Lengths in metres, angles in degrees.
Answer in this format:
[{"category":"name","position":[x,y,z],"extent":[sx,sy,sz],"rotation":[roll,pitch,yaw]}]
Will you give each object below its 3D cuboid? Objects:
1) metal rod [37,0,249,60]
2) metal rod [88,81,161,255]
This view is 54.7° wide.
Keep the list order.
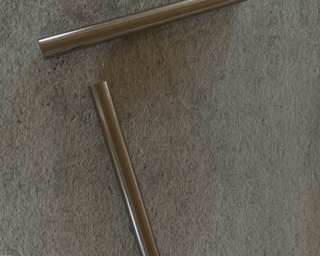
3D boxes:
[{"category":"metal rod","position":[-0.005,-0.146,0.407],"extent":[0.302,0.025,0.025],"rotation":[-23,98,-19]},{"category":"metal rod","position":[-0.035,0.088,0.397],"extent":[0.025,0.025,0.298],"rotation":[-18,96,-19]}]
